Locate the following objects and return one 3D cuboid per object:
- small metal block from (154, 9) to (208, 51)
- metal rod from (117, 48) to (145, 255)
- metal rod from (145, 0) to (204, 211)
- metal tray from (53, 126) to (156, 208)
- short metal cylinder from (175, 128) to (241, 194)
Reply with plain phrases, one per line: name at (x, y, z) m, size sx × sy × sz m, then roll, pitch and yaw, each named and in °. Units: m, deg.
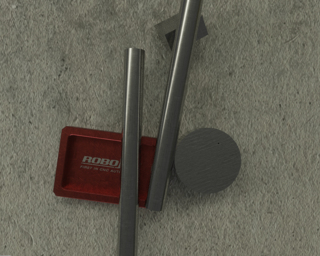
small metal block at (0.026, -0.125, 0.395) m, size 0.050 × 0.050 × 0.025 m, roll -27°, pitch 124°, yaw -1°
metal rod at (-0.036, 0.054, 0.378) m, size 0.025 × 0.025 × 0.298 m, roll 2°, pitch 90°, yaw -1°
metal rod at (0.019, -0.049, 0.363) m, size 0.025 × 0.025 × 0.298 m, roll 10°, pitch 96°, yaw -1°
metal tray at (-0.065, 0.050, 0.406) m, size 0.131 × 0.030 × 0.089 m, roll 8°, pitch 90°, yaw -1°
short metal cylinder at (0.058, 0.039, 0.398) m, size 0.081 × 0.050 × 0.079 m, roll 0°, pitch 90°, yaw -1°
